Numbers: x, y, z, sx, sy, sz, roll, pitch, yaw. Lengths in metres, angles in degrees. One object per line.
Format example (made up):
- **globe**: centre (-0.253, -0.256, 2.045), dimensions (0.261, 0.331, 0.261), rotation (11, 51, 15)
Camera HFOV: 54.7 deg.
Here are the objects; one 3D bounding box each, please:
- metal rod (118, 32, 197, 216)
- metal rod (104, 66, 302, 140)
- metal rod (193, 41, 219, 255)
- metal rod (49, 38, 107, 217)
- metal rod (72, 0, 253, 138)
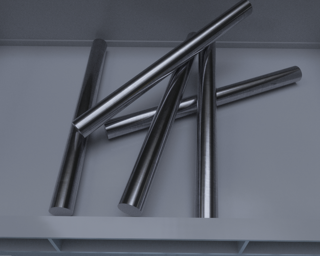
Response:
- **metal rod**: centre (0.012, -0.030, 0.396), dimensions (0.025, 0.025, 0.300), rotation (13, 51, 10)
- **metal rod**: centre (0.069, -0.040, 0.438), dimensions (0.302, 0.025, 0.025), rotation (-17, 52, -14)
- **metal rod**: centre (0.058, -0.003, 0.383), dimensions (0.025, 0.025, 0.300), rotation (4, 57, 3)
- **metal rod**: centre (-0.103, -0.025, 0.425), dimensions (0.025, 0.025, 0.300), rotation (1, 50, 0)
- **metal rod**: centre (0.014, -0.088, 0.414), dimensions (0.301, 0.025, 0.025), rotation (-39, 60, -17)
